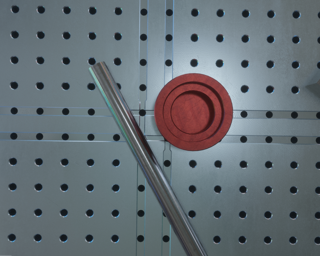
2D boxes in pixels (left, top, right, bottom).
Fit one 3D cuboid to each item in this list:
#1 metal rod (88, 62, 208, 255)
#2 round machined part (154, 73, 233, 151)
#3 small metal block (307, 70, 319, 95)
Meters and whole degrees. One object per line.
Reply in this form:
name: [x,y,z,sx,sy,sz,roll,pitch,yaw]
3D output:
metal rod: [-0.014,0.050,0.413,0.025,0.025,0.299,-28,90,0]
round machined part: [0.042,-0.020,0.405,0.099,0.042,0.097,0,90,-1]
small metal block: [0.240,-0.063,0.417,0.050,0.025,0.050,39,90,-1]
